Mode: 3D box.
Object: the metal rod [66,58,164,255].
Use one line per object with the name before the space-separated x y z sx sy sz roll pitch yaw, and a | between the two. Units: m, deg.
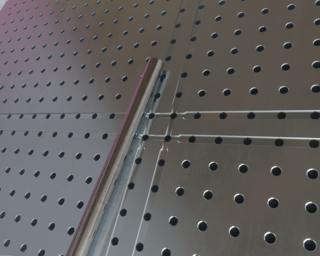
metal rod | -0.054 0.031 0.418 0.025 0.025 0.300 7 65 31
